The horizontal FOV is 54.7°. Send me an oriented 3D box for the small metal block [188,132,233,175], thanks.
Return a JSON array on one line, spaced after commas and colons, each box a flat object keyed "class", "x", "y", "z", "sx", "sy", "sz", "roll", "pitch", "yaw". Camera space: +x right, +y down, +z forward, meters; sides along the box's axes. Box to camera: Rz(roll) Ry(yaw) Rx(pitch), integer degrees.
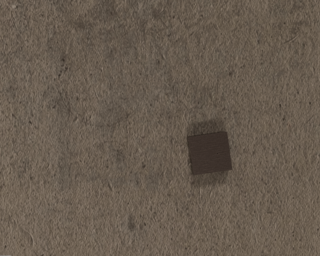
[{"class": "small metal block", "x": 0.065, "y": 0.033, "z": 0.411, "sx": 0.050, "sy": 0.025, "sz": 0.050, "roll": -8, "pitch": 90, "yaw": -1}]
